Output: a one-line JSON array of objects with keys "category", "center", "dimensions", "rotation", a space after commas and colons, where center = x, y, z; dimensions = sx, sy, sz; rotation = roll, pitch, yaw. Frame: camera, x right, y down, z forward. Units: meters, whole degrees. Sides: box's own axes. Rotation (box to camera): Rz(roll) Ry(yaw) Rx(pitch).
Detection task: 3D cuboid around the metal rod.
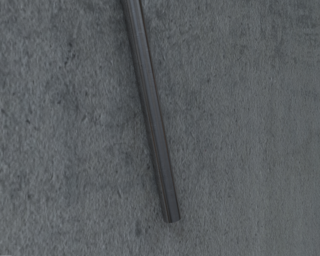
[{"category": "metal rod", "center": [-0.010, -0.022, 0.397], "dimensions": [0.025, 0.025, 0.298], "rotation": [-18, 102, -39]}]
